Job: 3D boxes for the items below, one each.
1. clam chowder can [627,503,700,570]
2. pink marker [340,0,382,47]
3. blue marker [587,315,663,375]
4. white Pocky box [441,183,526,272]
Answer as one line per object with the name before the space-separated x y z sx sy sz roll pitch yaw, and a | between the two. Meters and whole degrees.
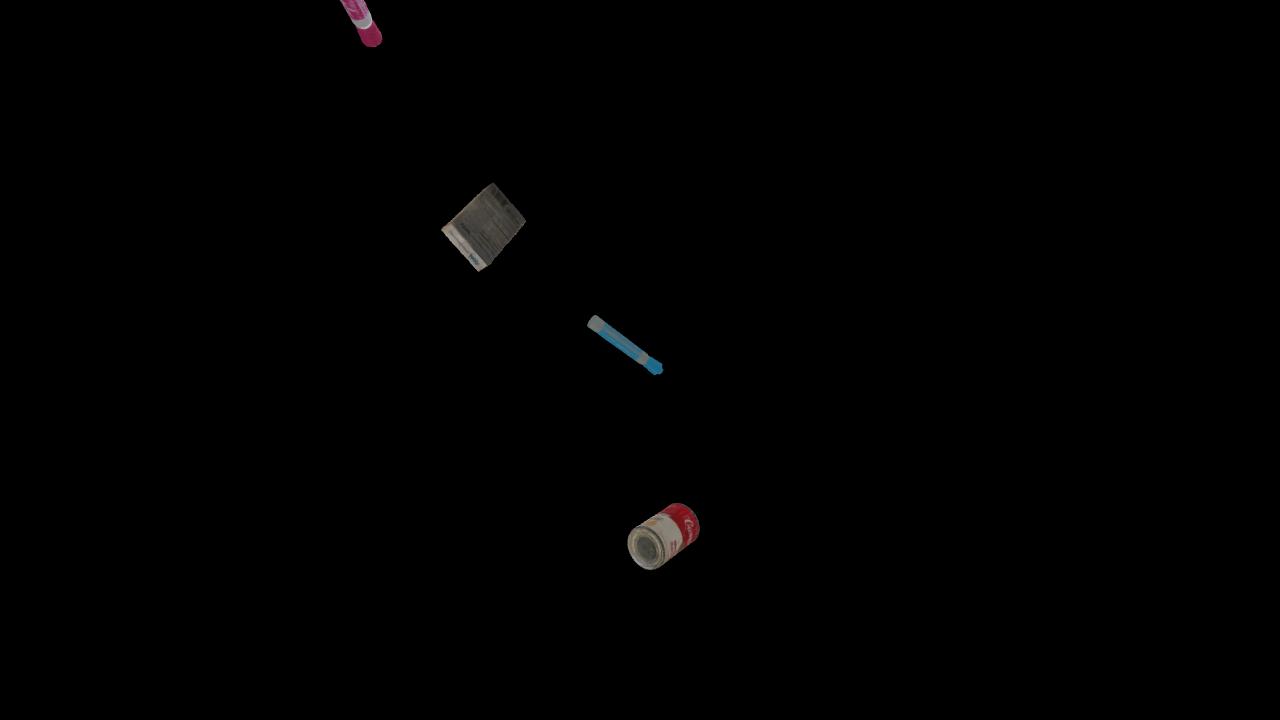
clam chowder can | 0.036 0.266 0.932 0.068 0.068 0.102 0 9 37
pink marker | -0.237 -0.298 0.503 0.020 0.020 0.121 0 -7 -6
blue marker | -0.017 -0.017 0.803 0.121 0.020 0.020 36 -15 -22
white Pocky box | -0.241 -0.211 0.964 0.028 0.084 0.154 -24 27 32
